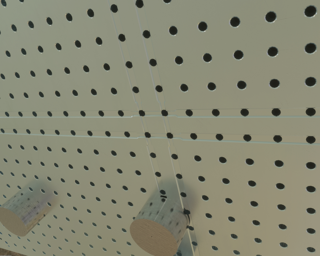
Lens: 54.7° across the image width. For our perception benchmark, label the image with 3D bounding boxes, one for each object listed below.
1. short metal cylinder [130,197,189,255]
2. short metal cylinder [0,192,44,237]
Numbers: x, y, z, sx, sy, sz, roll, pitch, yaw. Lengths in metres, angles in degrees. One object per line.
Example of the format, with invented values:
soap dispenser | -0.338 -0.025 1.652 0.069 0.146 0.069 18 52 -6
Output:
short metal cylinder | 0.000 0.157 0.491 0.080 0.050 0.079 13 124 20
short metal cylinder | -0.298 0.184 0.662 0.080 0.050 0.079 13 124 20
